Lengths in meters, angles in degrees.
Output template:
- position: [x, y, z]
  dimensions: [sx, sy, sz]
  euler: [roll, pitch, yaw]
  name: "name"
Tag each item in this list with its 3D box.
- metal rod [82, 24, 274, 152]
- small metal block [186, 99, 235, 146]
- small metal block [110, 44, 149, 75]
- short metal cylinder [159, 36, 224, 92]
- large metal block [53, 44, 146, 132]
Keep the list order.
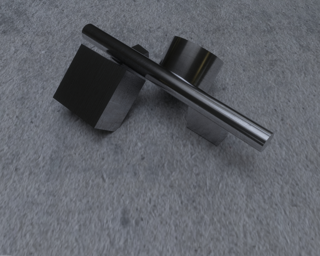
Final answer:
- position: [0.004, -0.063, 0.393]
  dimensions: [0.300, 0.025, 0.025]
  euler: [36, 58, 26]
  name: "metal rod"
- position: [0.063, -0.012, 0.396]
  dimensions: [0.050, 0.050, 0.025]
  euler: [33, 58, 24]
  name: "small metal block"
- position: [-0.044, -0.090, 0.464]
  dimensions: [0.050, 0.050, 0.025]
  euler: [-32, 57, -24]
  name: "small metal block"
- position: [0.042, -0.086, 0.434]
  dimensions: [0.080, 0.080, 0.050]
  euler: [32, 98, 23]
  name: "short metal cylinder"
- position: [-0.080, -0.051, 0.408]
  dimensions: [0.080, 0.050, 0.080]
  euler: [33, 98, 24]
  name: "large metal block"
